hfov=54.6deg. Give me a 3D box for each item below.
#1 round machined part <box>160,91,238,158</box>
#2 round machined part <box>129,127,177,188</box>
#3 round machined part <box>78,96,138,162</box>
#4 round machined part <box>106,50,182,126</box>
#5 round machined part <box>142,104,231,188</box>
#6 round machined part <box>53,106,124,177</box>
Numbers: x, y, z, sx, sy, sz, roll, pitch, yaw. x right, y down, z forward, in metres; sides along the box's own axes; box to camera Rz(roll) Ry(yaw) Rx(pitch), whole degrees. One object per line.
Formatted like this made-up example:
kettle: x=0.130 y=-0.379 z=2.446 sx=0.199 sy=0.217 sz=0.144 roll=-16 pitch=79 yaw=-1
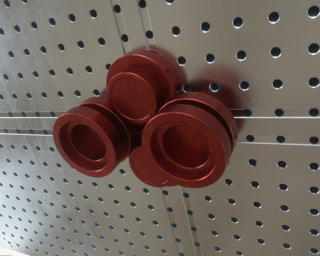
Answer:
round machined part: x=0.045 y=0.000 z=0.376 sx=0.098 sy=0.042 sz=0.097 roll=13 pitch=124 yaw=21
round machined part: x=-0.004 y=0.043 z=0.428 sx=0.098 sy=0.042 sz=0.097 roll=13 pitch=124 yaw=21
round machined part: x=-0.074 y=0.000 z=0.439 sx=0.098 sy=0.042 sz=0.097 roll=13 pitch=124 yaw=21
round machined part: x=-0.026 y=-0.044 z=0.387 sx=0.098 sy=0.042 sz=0.097 roll=13 pitch=124 yaw=21
round machined part: x=0.032 y=0.017 z=0.352 sx=0.098 sy=0.042 sz=0.097 roll=13 pitch=124 yaw=21
round machined part: x=-0.090 y=0.015 z=0.415 sx=0.098 sy=0.042 sz=0.097 roll=13 pitch=124 yaw=21
